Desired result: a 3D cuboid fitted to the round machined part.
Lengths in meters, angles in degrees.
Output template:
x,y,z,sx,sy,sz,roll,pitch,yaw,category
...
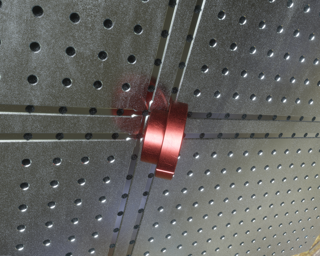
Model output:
x,y,z,sx,sy,sz,roll,pitch,yaw,category
0.003,0.013,0.387,0.042,0.098,0.097,13,116,1,round machined part
